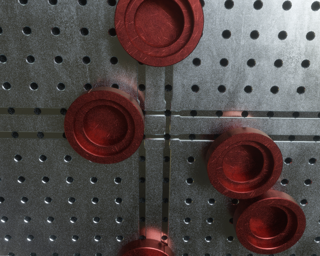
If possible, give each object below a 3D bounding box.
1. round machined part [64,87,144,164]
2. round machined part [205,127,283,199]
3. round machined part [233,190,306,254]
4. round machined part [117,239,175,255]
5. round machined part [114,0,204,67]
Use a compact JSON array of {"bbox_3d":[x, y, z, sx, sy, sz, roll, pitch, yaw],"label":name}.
[{"bbox_3d":[-0.069,-0.006,0.401,0.099,0.042,0.097,0,110,-1],"label":"round machined part"},{"bbox_3d":[0.111,0.044,0.422,0.099,0.042,0.097,0,110,-1],"label":"round machined part"},{"bbox_3d":[0.156,0.133,0.456,0.099,0.042,0.097,0,110,-1],"label":"round machined part"},{"bbox_3d":[-0.023,0.228,0.488,0.099,0.042,0.097,0,110,-1],"label":"round machined part"},{"bbox_3d":[-0.001,-0.123,0.359,0.099,0.042,0.097,0,110,-1],"label":"round machined part"}]
